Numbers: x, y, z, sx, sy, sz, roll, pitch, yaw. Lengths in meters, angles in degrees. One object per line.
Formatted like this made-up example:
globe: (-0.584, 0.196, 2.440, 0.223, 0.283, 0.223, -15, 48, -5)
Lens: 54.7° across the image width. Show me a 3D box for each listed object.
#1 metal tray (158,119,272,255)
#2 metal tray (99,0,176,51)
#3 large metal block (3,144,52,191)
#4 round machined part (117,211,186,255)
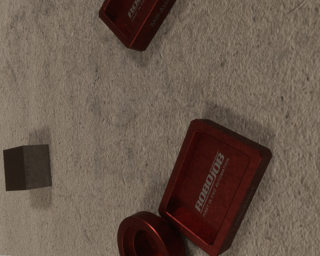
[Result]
metal tray: (0.057, 0.065, 0.352, 0.090, 0.030, 0.129, 30, 109, 35)
metal tray: (-0.024, -0.182, 0.418, 0.090, 0.030, 0.129, 51, 119, 27)
large metal block: (-0.256, 0.077, 0.596, 0.080, 0.050, 0.080, -12, 83, 39)
round machined part: (-0.007, 0.151, 0.390, 0.098, 0.042, 0.097, 13, 108, 43)
